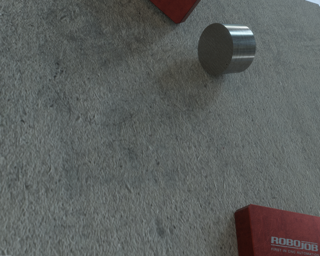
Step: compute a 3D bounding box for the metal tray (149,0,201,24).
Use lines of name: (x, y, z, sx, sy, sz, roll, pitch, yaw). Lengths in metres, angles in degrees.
metal tray: (0.013, -0.252, 0.519, 0.130, 0.090, 0.030, 42, 31, 0)

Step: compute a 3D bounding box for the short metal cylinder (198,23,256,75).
short metal cylinder: (0.107, -0.129, 0.505, 0.050, 0.080, 0.080, -11, 67, -33)

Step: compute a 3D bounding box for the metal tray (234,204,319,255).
metal tray: (0.161, 0.153, 0.394, 0.131, 0.030, 0.090, 15, 56, -20)
